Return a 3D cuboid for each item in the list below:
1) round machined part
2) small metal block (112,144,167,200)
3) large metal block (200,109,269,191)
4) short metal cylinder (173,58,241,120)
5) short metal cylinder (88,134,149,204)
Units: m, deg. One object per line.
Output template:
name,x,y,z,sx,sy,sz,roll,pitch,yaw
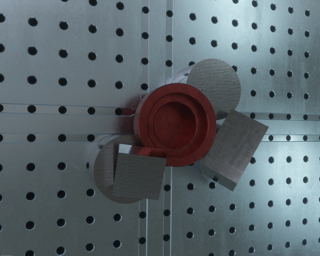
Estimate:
round machined part,0.015,-0.004,0.378,0.099,0.042,0.097,0,90,-20
small metal block,-0.023,0.048,0.338,0.050,0.025,0.050,8,107,-8
large metal block,0.096,0.032,0.412,0.050,0.080,0.080,29,79,17
short metal cylinder,0.062,-0.050,0.422,0.081,0.050,0.079,0,90,-20
short metal cylinder,-0.045,0.048,0.382,0.081,0.050,0.079,0,90,-20
